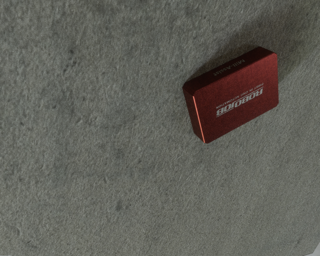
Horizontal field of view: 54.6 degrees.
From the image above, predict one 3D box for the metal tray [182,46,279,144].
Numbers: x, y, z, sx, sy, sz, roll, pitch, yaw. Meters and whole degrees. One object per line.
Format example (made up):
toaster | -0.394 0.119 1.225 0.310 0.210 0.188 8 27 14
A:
metal tray | 0.102 -0.045 0.431 0.131 0.030 0.090 -27 128 -11
